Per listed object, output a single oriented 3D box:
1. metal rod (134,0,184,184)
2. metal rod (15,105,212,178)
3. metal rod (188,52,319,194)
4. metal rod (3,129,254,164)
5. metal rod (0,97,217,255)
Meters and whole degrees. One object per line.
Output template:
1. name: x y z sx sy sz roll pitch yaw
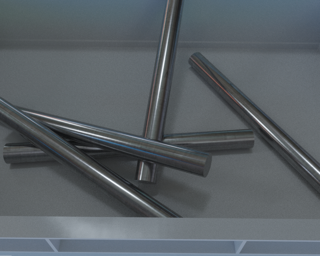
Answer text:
1. metal rod: 0.006 -0.080 0.393 0.025 0.025 0.299 7 72 5
2. metal rod: -0.088 0.006 0.363 0.301 0.025 0.025 13 50 23
3. metal rod: 0.132 -0.012 0.416 0.025 0.025 0.300 -24 54 -19
4. metal rod: -0.035 0.022 0.385 0.302 0.025 0.025 -3 50 -4
5. metal rod: -0.076 0.047 0.341 0.301 0.025 0.025 31 56 14
